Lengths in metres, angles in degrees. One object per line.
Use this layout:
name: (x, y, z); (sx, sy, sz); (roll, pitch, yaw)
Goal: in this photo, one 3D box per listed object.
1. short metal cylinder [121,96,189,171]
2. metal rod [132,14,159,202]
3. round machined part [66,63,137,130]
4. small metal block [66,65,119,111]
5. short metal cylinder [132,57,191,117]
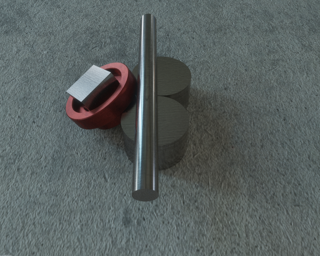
short metal cylinder: (-0.006, 0.006, 0.383); (0.081, 0.050, 0.080); (0, 49, 0)
metal rod: (-0.016, -0.052, 0.384); (0.025, 0.025, 0.300); (-1, 50, -1)
round machined part: (-0.071, -0.036, 0.407); (0.098, 0.042, 0.098); (-20, 44, 21)
small metal block: (-0.084, -0.049, 0.393); (0.050, 0.025, 0.050); (-48, 41, -11)
short metal cylinder: (0.002, -0.056, 0.435); (0.081, 0.050, 0.080); (0, 50, 0)
